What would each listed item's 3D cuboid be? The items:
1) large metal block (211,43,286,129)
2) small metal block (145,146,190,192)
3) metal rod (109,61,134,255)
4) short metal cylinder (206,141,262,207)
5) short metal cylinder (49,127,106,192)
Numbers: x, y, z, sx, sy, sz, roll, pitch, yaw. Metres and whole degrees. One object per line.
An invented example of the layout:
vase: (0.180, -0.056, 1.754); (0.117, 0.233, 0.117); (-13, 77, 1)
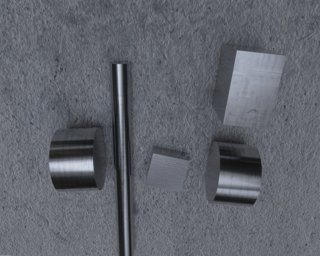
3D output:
large metal block: (0.098, -0.052, 0.362); (0.050, 0.080, 0.079); (6, 110, -2)
small metal block: (0.010, 0.057, 0.431); (0.050, 0.025, 0.050); (12, 110, -5)
metal rod: (-0.051, 0.060, 0.431); (0.025, 0.025, 0.298); (1, 110, -1)
short metal cylinder: (0.093, 0.059, 0.403); (0.050, 0.080, 0.079); (6, 110, -3)
short metal cylinder: (-0.101, 0.040, 0.394); (0.050, 0.080, 0.079); (-3, 110, 1)
